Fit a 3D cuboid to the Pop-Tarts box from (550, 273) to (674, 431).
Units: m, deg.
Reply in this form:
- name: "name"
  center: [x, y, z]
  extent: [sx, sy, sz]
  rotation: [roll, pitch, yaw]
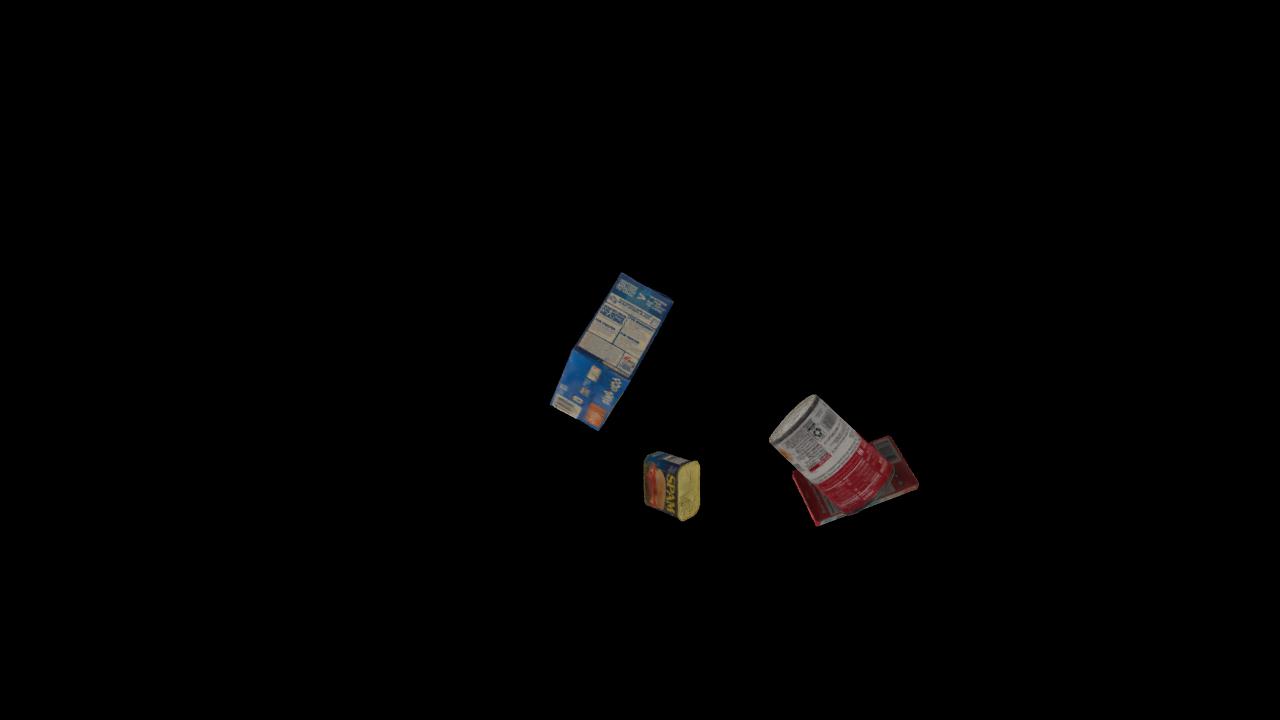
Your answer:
- name: "Pop-Tarts box"
  center: [-0.041, -0.007, 0.826]
  extent: [0.083, 0.141, 0.167]
  rotation: [30, -33, -2]

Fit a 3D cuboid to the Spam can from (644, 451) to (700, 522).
- name: "Spam can"
  center: [0.054, 0.214, 1.060]
  extent: [0.058, 0.101, 0.085]
  rotation: [-11, 16, -44]

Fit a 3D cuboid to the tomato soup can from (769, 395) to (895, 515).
- name: "tomato soup can"
  center: [0.183, 0.091, 0.595]
  extent: [0.101, 0.068, 0.068]
  rotation: [43, 3, 3]

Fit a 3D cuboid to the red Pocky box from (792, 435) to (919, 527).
- name: "red Pocky box"
  center: [0.306, 0.173, 0.883]
  extent: [0.155, 0.083, 0.028]
  rotation: [-20, -32, 0]
